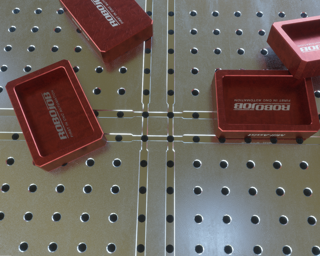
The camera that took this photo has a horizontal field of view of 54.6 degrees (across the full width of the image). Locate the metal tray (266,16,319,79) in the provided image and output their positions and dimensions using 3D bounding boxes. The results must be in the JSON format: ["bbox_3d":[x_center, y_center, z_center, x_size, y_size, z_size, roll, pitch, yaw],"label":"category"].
[{"bbox_3d":[0.231,-0.118,0.434,0.131,0.030,0.090,-11,53,-9],"label":"metal tray"}]

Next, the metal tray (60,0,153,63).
[{"bbox_3d":[-0.082,-0.172,0.472,0.090,0.030,0.130,-35,74,-12],"label":"metal tray"}]

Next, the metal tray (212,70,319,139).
[{"bbox_3d":[0.140,-0.033,0.421,0.131,0.030,0.090,0,70,0],"label":"metal tray"}]

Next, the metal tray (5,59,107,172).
[{"bbox_3d":[-0.139,-0.019,0.415,0.090,0.030,0.130,-26,72,-9],"label":"metal tray"}]
